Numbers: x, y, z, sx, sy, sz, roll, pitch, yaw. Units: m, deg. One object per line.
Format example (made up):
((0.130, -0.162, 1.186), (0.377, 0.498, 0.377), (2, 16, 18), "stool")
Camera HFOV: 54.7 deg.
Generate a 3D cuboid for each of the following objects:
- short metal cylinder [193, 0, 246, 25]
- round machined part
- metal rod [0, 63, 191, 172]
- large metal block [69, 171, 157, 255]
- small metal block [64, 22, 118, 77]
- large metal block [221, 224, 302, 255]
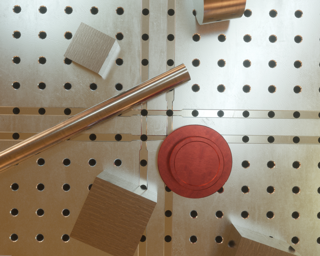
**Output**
((0.071, -0.174, 0.386), (0.050, 0.080, 0.080), (-10, 90, 0), "short metal cylinder")
((0.046, 0.044, 0.405), (0.099, 0.042, 0.097), (0, 90, 0), "round machined part")
((-0.100, -0.009, 0.412), (0.301, 0.025, 0.025), (-26, 90, 0), "metal rod")
((-0.057, 0.111, 0.400), (0.080, 0.050, 0.080), (24, 90, 0), "large metal block")
((-0.091, -0.104, 0.412), (0.050, 0.025, 0.050), (27, 90, 0), "small metal block")
((0.124, 0.183, 0.402), (0.080, 0.050, 0.080), (19, 90, 0), "large metal block")
